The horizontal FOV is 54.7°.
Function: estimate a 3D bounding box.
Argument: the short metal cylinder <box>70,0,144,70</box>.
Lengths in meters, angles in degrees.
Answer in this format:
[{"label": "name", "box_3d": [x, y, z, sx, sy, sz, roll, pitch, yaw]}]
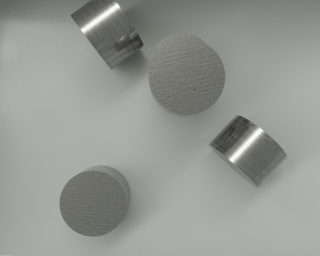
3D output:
[{"label": "short metal cylinder", "box_3d": [-0.064, -0.119, 0.383, 0.050, 0.080, 0.080, -37, 90, 0]}]

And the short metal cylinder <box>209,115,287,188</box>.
[{"label": "short metal cylinder", "box_3d": [0.108, 0.029, 0.385, 0.080, 0.080, 0.050, 43, 90, -1]}]

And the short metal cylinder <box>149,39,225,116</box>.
[{"label": "short metal cylinder", "box_3d": [0.028, -0.054, 0.349, 0.081, 0.050, 0.079, 0, 90, -1]}]

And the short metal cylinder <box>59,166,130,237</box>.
[{"label": "short metal cylinder", "box_3d": [-0.081, 0.091, 0.398, 0.081, 0.050, 0.079, 0, 90, -1]}]

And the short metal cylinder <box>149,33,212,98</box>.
[{"label": "short metal cylinder", "box_3d": [0.027, -0.075, 0.399, 0.081, 0.050, 0.079, 0, 90, -1]}]
